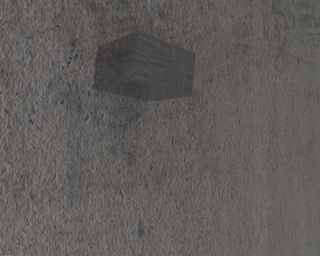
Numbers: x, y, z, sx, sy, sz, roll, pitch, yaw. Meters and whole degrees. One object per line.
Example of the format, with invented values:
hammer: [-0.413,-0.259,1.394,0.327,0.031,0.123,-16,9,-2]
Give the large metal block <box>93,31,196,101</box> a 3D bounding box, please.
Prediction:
large metal block: [-0.018,-0.064,0.352,0.081,0.080,0.050,9,85,-40]
